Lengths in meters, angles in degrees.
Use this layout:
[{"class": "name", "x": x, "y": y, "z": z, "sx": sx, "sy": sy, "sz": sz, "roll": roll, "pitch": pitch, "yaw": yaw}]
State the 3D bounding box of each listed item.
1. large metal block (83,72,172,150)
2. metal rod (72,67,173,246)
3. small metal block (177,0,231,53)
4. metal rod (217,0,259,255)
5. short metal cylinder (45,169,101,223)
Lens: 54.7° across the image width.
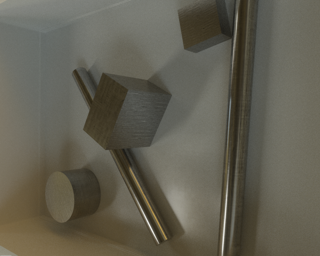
[{"class": "large metal block", "x": -0.042, "y": -0.021, "z": 0.403, "sx": 0.050, "sy": 0.081, "sz": 0.079, "roll": 36, "pitch": 112, "yaw": 34}, {"class": "metal rod", "x": -0.064, "y": 0.027, "z": 0.457, "sx": 0.025, "sy": 0.025, "sz": 0.299, "roll": -45, "pitch": 64, "yaw": 30}, {"class": "small metal block", "x": 0.052, "y": -0.122, "z": 0.363, "sx": 0.050, "sy": 0.025, "sz": 0.050, "roll": -14, "pitch": 81, "yaw": 38}, {"class": "metal rod", "x": 0.084, "y": -0.004, "z": 0.335, "sx": 0.025, "sy": 0.025, "sz": 0.298, "roll": 6, "pitch": 94, "yaw": 39}, {"class": "short metal cylinder", "x": -0.142, "y": 0.108, "z": 0.505, "sx": 0.080, "sy": 0.050, "sz": 0.079, "roll": 0, "pitch": 90, "yaw": 39}]
